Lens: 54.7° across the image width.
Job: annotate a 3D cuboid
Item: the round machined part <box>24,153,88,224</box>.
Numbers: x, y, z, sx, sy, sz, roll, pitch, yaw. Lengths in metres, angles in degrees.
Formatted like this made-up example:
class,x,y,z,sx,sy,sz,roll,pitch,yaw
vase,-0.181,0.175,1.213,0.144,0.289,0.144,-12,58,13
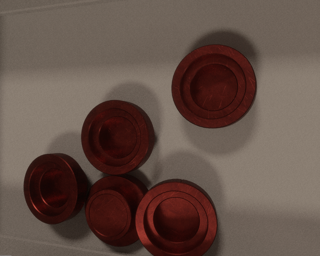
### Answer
class,x,y,z,sx,sy,sz,roll,pitch,yaw
round machined part,-0.145,0.085,0.448,0.098,0.042,0.097,0,89,25

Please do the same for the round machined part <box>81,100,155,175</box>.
class,x,y,z,sx,sy,sz,roll,pitch,yaw
round machined part,-0.053,0.012,0.419,0.098,0.042,0.097,0,90,19

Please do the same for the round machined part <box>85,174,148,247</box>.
class,x,y,z,sx,sy,sz,roll,pitch,yaw
round machined part,-0.061,0.114,0.422,0.098,0.042,0.097,0,90,19

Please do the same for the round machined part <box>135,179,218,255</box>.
class,x,y,z,sx,sy,sz,roll,pitch,yaw
round machined part,0.022,0.112,0.387,0.098,0.042,0.097,0,91,9

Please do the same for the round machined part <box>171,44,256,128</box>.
class,x,y,z,sx,sy,sz,roll,pitch,yaw
round machined part,0.067,-0.048,0.377,0.098,0.042,0.097,0,90,19
